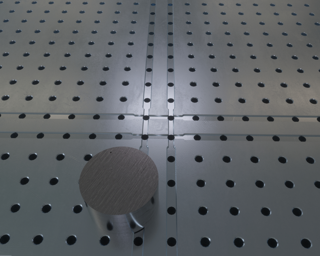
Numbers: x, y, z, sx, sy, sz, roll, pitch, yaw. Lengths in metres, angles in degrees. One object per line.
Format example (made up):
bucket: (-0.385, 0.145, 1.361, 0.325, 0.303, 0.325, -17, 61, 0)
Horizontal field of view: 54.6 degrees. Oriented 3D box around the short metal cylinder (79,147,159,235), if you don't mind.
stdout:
short metal cylinder: (-0.042, 0.067, 0.335, 0.080, 0.050, 0.080, 0, 50, 0)
